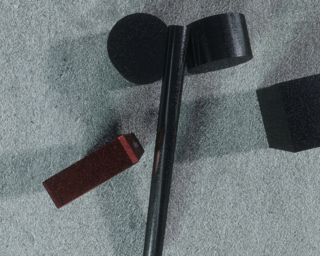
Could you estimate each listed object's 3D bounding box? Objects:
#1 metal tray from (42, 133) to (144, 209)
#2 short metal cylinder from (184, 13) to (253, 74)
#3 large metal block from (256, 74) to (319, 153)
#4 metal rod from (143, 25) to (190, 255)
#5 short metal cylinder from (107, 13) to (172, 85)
[{"bbox_3d":[-0.067,0.042,0.357,0.090,0.130,0.030,-30,90,0],"label":"metal tray"},{"bbox_3d":[0.069,-0.102,0.383,0.080,0.080,0.050,-11,90,0],"label":"short metal cylinder"},{"bbox_3d":[0.165,-0.017,0.384,0.050,0.080,0.080,-13,90,0],"label":"large metal block"},{"bbox_3d":[0.006,0.030,0.382,0.025,0.025,0.298,6,101,0],"label":"metal rod"},{"bbox_3d":[-0.023,-0.099,0.397,0.081,0.050,0.080,0,90,0],"label":"short metal cylinder"}]
